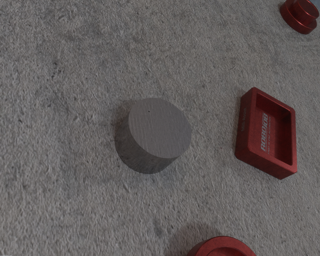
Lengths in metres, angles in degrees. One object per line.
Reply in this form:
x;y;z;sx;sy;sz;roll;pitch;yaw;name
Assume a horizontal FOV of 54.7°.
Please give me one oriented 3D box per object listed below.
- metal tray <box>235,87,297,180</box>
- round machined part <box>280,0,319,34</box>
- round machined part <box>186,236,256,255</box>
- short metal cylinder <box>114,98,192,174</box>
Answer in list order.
0.170;0.006;0.491;0.090;0.030;0.130;26;52;-12;metal tray
0.346;-0.279;0.754;0.099;0.042;0.098;14;56;-21;round machined part
0.063;0.168;0.326;0.099;0.042;0.098;14;56;-21;round machined part
-0.009;0.010;0.378;0.081;0.050;0.080;14;56;-21;short metal cylinder
